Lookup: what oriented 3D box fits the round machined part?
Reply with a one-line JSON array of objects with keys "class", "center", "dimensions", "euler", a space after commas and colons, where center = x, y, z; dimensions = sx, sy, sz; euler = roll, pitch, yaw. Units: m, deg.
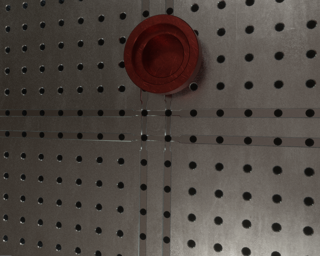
[{"class": "round machined part", "center": [0.006, -0.091, 0.401], "dimensions": [0.098, 0.042, 0.097], "euler": [0, 90, 19]}]
